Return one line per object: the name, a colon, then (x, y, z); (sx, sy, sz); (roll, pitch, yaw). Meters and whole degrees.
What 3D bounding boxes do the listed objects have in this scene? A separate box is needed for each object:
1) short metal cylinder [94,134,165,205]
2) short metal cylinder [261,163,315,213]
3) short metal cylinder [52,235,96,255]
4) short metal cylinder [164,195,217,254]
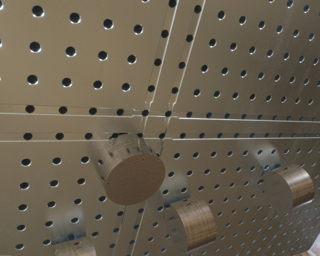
short metal cylinder: (-0.040, 0.054, 0.408); (0.081, 0.050, 0.079); (-14, 125, -21)
short metal cylinder: (0.236, 0.111, 0.577); (0.050, 0.080, 0.079); (-14, 125, -21)
short metal cylinder: (-0.118, 0.198, 0.434); (0.050, 0.080, 0.079); (-8, 122, -25)
short metal cylinder: (0.047, 0.154, 0.499); (0.050, 0.080, 0.079); (-13, 124, -22)
